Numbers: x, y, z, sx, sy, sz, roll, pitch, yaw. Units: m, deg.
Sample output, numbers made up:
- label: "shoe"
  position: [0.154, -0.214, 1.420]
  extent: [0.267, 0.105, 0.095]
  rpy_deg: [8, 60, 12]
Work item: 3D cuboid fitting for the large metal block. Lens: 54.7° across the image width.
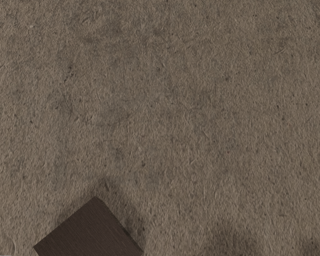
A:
- label: "large metal block"
  position: [-0.075, 0.136, 0.344]
  extent: [0.080, 0.050, 0.080]
  rpy_deg: [-39, 75, -13]
